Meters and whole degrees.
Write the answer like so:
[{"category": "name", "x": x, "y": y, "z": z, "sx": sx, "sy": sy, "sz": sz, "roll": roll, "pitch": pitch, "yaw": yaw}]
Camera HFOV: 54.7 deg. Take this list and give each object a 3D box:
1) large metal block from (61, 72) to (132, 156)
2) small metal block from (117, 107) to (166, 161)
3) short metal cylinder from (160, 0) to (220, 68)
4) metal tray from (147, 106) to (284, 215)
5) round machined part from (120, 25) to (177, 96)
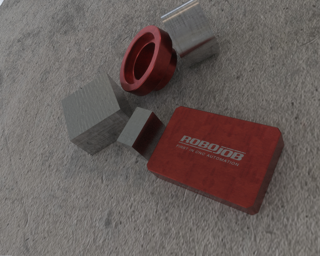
[{"category": "large metal block", "x": -0.088, "y": -0.020, "z": 0.446, "sx": 0.080, "sy": 0.050, "sz": 0.080, "roll": -31, "pitch": 52, "yaw": 8}, {"category": "small metal block", "x": -0.020, "y": 0.009, "z": 0.393, "sx": 0.025, "sy": 0.050, "sz": 0.050, "roll": 19, "pitch": 72, "yaw": 35}, {"category": "short metal cylinder", "x": 0.042, "y": -0.129, "z": 0.426, "sx": 0.050, "sy": 0.080, "sz": 0.080, "roll": -26, "pitch": 53, "yaw": 11}, {"category": "metal tray", "x": 0.060, "y": 0.031, "z": 0.351, "sx": 0.130, "sy": 0.030, "sz": 0.090, "roll": 16, "pitch": 70, "yaw": 34}, {"category": "round machined part", "x": -0.013, "y": -0.091, "z": 0.439, "sx": 0.098, "sy": 0.042, "sz": 0.098, "roll": -28, "pitch": 52, "yaw": 45}]
